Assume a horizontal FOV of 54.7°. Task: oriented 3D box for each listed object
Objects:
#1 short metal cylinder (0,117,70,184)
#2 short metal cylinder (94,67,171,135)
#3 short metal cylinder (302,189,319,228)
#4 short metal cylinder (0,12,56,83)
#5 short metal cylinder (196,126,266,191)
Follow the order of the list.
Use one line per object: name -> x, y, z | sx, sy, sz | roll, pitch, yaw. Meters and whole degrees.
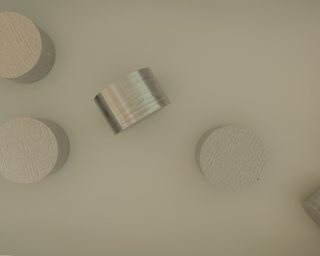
short metal cylinder -> -0.163, 0.027, 0.397 | 0.081, 0.050, 0.079 | 0, 90, -1
short metal cylinder -> -0.034, -0.032, 0.383 | 0.080, 0.080, 0.050 | -31, 90, 0
short metal cylinder -> 0.229, 0.110, 0.387 | 0.050, 0.080, 0.080 | -40, 91, 0
short metal cylinder -> -0.182, -0.100, 0.396 | 0.081, 0.050, 0.079 | 0, 90, -1
short metal cylinder -> 0.089, 0.037, 0.400 | 0.081, 0.050, 0.079 | 0, 90, -1
